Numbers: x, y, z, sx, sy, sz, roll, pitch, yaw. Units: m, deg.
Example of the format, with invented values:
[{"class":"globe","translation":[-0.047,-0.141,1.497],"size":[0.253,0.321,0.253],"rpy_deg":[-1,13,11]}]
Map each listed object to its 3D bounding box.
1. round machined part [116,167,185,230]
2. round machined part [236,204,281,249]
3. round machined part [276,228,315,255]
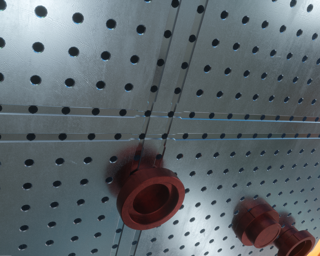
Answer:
[{"class":"round machined part","translation":[-0.016,0.097,0.450],"size":[0.099,0.042,0.097],"rpy_deg":[-14,124,-21]},{"class":"round machined part","translation":[0.210,0.210,0.643],"size":[0.099,0.042,0.097],"rpy_deg":[-14,124,-21]},{"class":"round machined part","translation":[0.322,0.283,0.749],"size":[0.099,0.042,0.097],"rpy_deg":[-14,124,-21]}]
